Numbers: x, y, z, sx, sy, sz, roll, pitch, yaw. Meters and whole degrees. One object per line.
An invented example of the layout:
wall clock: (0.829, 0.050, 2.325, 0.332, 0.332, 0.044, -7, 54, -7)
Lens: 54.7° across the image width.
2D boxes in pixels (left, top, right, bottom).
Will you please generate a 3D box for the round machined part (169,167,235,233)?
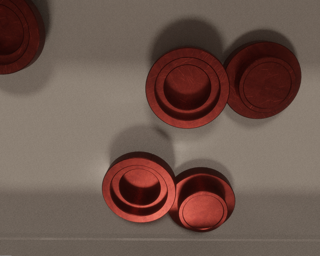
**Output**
round machined part: (0.059, 0.109, 0.443, 0.099, 0.042, 0.097, 0, 110, -1)

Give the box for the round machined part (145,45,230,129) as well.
round machined part: (0.034, -0.052, 0.381, 0.099, 0.042, 0.097, 1, 111, 4)

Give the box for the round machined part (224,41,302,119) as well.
round machined part: (0.126, -0.057, 0.383, 0.099, 0.042, 0.097, 0, 110, -1)

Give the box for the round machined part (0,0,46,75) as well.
round machined part: (-0.182, -0.114, 0.358, 0.099, 0.042, 0.097, 0, 110, -1)

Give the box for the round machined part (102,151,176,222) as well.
round machined part: (-0.026, 0.077, 0.427, 0.099, 0.042, 0.097, 1, 108, 4)
